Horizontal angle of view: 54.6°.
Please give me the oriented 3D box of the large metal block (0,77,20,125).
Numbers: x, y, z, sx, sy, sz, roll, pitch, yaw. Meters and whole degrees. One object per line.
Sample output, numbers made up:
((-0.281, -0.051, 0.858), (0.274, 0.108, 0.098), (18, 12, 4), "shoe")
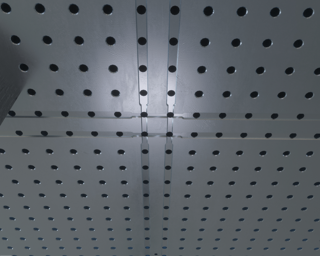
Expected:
((-0.219, -0.032, 0.347), (0.050, 0.080, 0.080), (-29, 125, 22), "large metal block")
